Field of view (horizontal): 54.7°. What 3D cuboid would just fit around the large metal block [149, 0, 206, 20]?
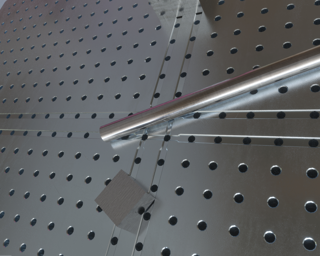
[{"bbox_3d":[0.033,-0.235,0.520,0.080,0.050,0.080,-1,61,27],"label":"large metal block"}]

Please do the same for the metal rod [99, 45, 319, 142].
[{"bbox_3d":[0.056,-0.039,0.402,0.301,0.025,0.025,-19,54,16],"label":"metal rod"}]

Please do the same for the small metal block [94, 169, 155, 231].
[{"bbox_3d":[-0.043,0.087,0.378,0.050,0.025,0.050,-49,52,-7],"label":"small metal block"}]
